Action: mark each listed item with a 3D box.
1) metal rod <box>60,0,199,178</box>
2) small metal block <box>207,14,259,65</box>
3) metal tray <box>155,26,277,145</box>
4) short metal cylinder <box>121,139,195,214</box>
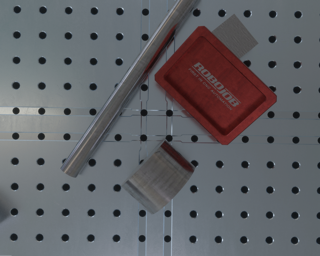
[{"bbox_3d":[-0.037,-0.064,0.413,0.025,0.025,0.299,35,90,0],"label":"metal rod"},{"bbox_3d":[0.093,-0.114,0.414,0.050,0.025,0.050,-39,90,0],"label":"small metal block"},{"bbox_3d":[0.070,-0.053,0.396,0.130,0.030,0.090,44,110,0],"label":"metal tray"},{"bbox_3d":[-0.002,0.060,0.386,0.050,0.080,0.080,44,90,0],"label":"short metal cylinder"}]
